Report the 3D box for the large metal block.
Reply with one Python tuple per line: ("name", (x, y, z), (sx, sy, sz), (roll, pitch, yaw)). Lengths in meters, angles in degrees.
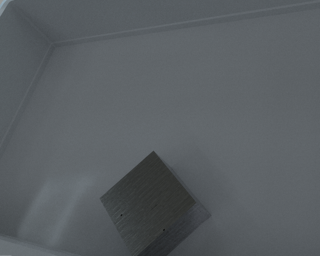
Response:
("large metal block", (-0.006, 0.086, 0.339), (0.080, 0.050, 0.080), (-42, 51, -1))
